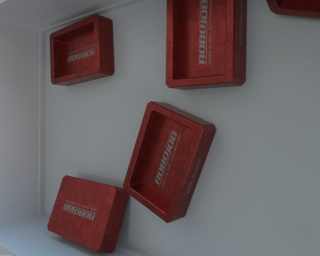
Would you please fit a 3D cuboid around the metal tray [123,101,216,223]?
[{"bbox_3d":[0.008,0.041,0.395,0.090,0.030,0.129,28,107,36],"label":"metal tray"}]

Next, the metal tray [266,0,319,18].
[{"bbox_3d":[0.118,-0.134,0.238,0.090,0.130,0.030,24,87,37],"label":"metal tray"}]

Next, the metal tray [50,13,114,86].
[{"bbox_3d":[-0.131,-0.123,0.508,0.130,0.030,0.089,-4,87,39],"label":"metal tray"}]

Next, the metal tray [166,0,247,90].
[{"bbox_3d":[0.051,-0.112,0.359,0.090,0.030,0.129,1,91,39],"label":"metal tray"}]

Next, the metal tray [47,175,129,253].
[{"bbox_3d":[-0.112,0.127,0.475,0.130,0.030,0.090,3,72,39],"label":"metal tray"}]
